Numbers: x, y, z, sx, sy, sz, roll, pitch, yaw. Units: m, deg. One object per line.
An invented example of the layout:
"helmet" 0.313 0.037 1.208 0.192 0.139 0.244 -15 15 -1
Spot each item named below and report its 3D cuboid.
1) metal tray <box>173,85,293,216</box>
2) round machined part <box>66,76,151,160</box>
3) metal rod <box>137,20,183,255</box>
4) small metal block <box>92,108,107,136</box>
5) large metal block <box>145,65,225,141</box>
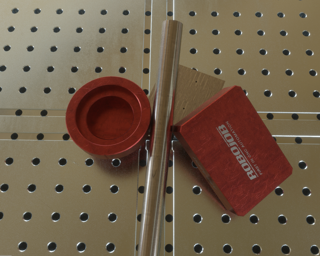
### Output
"metal tray" 0.088 0.027 0.369 0.090 0.030 0.130 -37 99 -12
"round machined part" -0.058 -0.009 0.373 0.099 0.042 0.098 -1 71 3
"metal rod" -0.001 0.025 0.356 0.025 0.025 0.298 6 86 2
"small metal block" -0.073 -0.011 0.412 0.050 0.025 0.050 -21 72 -8
"large metal block" 0.030 -0.031 0.407 0.080 0.050 0.080 22 71 7
